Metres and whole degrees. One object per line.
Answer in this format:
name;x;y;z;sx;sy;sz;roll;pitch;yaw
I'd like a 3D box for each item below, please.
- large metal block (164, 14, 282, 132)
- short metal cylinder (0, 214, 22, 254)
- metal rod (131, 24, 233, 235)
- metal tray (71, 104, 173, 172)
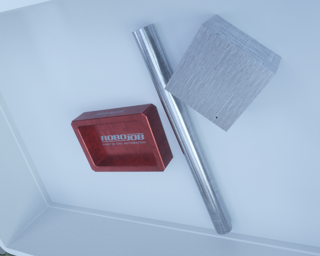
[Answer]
large metal block;0.064;-0.057;0.323;0.080;0.050;0.079;35;129;4
short metal cylinder;-0.388;0.259;0.755;0.080;0.050;0.079;13;124;20
metal rod;0.036;0.016;0.398;0.025;0.025;0.299;-11;113;32
metal tray;-0.055;0.018;0.443;0.130;0.030;0.090;-5;116;30
